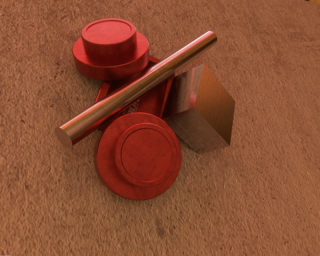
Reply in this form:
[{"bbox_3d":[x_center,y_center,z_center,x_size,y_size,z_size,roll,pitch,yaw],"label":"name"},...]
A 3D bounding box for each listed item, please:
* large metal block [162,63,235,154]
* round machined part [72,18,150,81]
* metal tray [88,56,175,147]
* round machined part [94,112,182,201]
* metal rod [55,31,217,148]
[{"bbox_3d":[0.055,-0.024,0.415,0.080,0.050,0.080,43,46,-31],"label":"large metal block"},{"bbox_3d":[-0.064,-0.107,0.400,0.099,0.042,0.098,-1,45,1],"label":"round machined part"},{"bbox_3d":[-0.033,-0.046,0.412,0.091,0.030,0.130,22,53,-15],"label":"metal tray"},{"bbox_3d":[-0.020,0.031,0.343,0.099,0.042,0.097,3,81,-21],"label":"round machined part"},{"bbox_3d":[-0.008,-0.067,0.404,0.025,0.025,0.302,46,51,4],"label":"metal rod"}]
